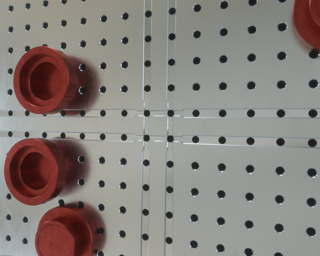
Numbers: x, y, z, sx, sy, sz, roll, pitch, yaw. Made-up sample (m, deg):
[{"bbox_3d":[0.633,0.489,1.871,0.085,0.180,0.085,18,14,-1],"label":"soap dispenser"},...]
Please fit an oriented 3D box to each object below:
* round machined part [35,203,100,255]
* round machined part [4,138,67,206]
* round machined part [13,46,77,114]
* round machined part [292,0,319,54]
[{"bbox_3d":[-0.142,0.164,0.454,0.098,0.042,0.097,0,90,20],"label":"round machined part"},{"bbox_3d":[-0.181,0.064,0.468,0.098,0.042,0.097,0,90,20],"label":"round machined part"},{"bbox_3d":[-0.164,-0.069,0.462,0.098,0.042,0.097,0,90,20],"label":"round machined part"},{"bbox_3d":[0.196,-0.130,0.334,0.098,0.042,0.097,0,90,20],"label":"round machined part"}]
